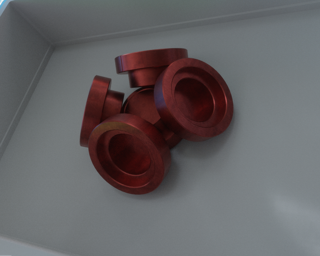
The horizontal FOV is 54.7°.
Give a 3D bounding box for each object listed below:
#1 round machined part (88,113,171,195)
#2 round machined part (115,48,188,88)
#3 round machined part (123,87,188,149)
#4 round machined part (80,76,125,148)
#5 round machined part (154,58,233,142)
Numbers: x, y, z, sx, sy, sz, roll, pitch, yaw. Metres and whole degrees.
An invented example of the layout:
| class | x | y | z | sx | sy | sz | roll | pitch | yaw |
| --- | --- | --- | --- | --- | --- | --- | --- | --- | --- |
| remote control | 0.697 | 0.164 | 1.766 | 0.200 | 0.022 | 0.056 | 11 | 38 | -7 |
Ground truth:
| class | x | y | z | sx | sy | sz | roll | pitch | yaw |
| --- | --- | --- | --- | --- | --- | --- | --- | --- | --- |
| round machined part | -0.032 | 0.027 | 0.367 | 0.098 | 0.097 | 0.042 | -1 | 25 | 27 |
| round machined part | -0.010 | -0.079 | 0.420 | 0.098 | 0.098 | 0.042 | -3 | 98 | 26 |
| round machined part | -0.012 | -0.017 | 0.408 | 0.098 | 0.042 | 0.098 | -13 | 56 | 20 |
| round machined part | -0.075 | -0.019 | 0.418 | 0.042 | 0.098 | 0.098 | 12 | 62 | -8 |
| round machined part | 0.036 | -0.030 | 0.369 | 0.042 | 0.099 | 0.098 | -33 | 40 | 55 |
